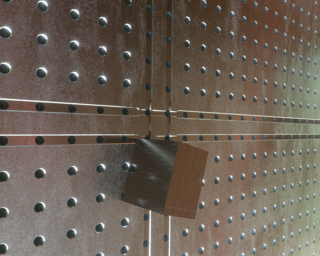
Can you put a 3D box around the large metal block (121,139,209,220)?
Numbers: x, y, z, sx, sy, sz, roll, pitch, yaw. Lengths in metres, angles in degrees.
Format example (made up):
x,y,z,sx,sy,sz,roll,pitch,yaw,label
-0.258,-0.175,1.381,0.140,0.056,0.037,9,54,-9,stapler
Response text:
x,y,z,sx,sy,sz,roll,pitch,yaw,label
0.005,0.059,0.376,0.050,0.080,0.080,21,77,-38,large metal block
